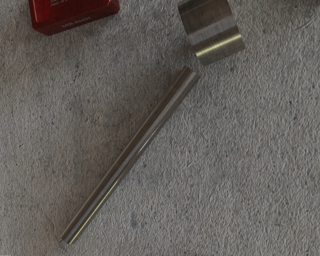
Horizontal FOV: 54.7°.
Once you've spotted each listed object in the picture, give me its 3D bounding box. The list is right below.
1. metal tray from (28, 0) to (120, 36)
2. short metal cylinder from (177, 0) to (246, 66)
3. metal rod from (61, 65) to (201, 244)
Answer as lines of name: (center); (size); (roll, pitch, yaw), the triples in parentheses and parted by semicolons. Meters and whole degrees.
metal tray: (-0.129, -0.197, 0.450); (0.130, 0.030, 0.089); (-11, 87, 19)
short metal cylinder: (0.060, -0.118, 0.358); (0.050, 0.080, 0.080); (-21, 83, 18)
metal rod: (-0.046, 0.044, 0.424); (0.025, 0.025, 0.299); (40, 102, 15)
